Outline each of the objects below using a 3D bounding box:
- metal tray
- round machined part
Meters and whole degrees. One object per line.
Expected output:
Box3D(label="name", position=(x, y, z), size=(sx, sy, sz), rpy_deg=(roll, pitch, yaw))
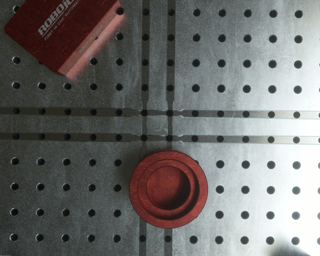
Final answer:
Box3D(label="metal tray", position=(-0.126, -0.147, 0.410), size=(0.090, 0.030, 0.130), rpy_deg=(40, 90, 0))
Box3D(label="round machined part", position=(0.011, 0.076, 0.405), size=(0.099, 0.042, 0.097), rpy_deg=(0, 90, 0))
